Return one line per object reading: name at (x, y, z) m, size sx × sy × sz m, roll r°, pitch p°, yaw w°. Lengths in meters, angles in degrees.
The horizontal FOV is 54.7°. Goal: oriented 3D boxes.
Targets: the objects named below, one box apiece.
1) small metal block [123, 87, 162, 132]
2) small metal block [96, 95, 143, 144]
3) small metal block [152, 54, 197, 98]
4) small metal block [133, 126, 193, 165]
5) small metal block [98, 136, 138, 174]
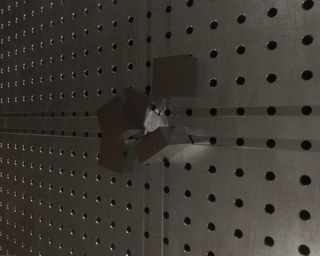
small metal block at (-0.029, -0.026, 0.431) m, size 0.050 × 0.025 × 0.050 m, roll 22°, pitch 104°, yaw 37°
small metal block at (-0.056, -0.011, 0.421) m, size 0.050 × 0.025 × 0.050 m, roll -29°, pitch 72°, yaw 36°
small metal block at (0.018, -0.064, 0.393) m, size 0.050 × 0.025 × 0.050 m, roll 3°, pitch 92°, yaw 39°
small metal block at (0.003, 0.021, 0.388) m, size 0.050 × 0.050 × 0.025 m, roll -38°, pitch 67°, yaw 33°
small metal block at (-0.063, 0.036, 0.459) m, size 0.050 × 0.025 × 0.050 m, roll 14°, pitch 99°, yaw 39°
